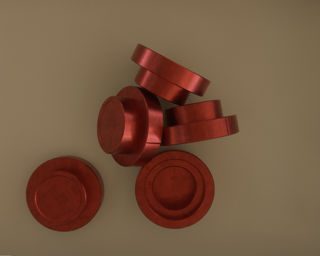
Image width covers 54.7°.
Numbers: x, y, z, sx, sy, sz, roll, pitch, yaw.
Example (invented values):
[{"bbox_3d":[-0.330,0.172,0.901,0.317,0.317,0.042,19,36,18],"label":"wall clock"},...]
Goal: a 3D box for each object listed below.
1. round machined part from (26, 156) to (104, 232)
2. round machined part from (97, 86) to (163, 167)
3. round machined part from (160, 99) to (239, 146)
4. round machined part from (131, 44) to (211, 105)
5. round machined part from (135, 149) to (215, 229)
[{"bbox_3d":[-0.125,0.087,0.402,0.099,0.042,0.097,0,90,0],"label":"round machined part"},{"bbox_3d":[-0.042,-0.002,0.372,0.042,0.098,0.097,5,90,-37],"label":"round machined part"},{"bbox_3d":[0.043,-0.008,0.375,0.099,0.098,0.042,-10,90,0],"label":"round machined part"},{"bbox_3d":[0.008,-0.060,0.376,0.098,0.098,0.042,28,102,0],"label":"round machined part"},{"bbox_3d":[0.019,0.076,0.403,0.099,0.042,0.097,0,90,0],"label":"round machined part"}]
